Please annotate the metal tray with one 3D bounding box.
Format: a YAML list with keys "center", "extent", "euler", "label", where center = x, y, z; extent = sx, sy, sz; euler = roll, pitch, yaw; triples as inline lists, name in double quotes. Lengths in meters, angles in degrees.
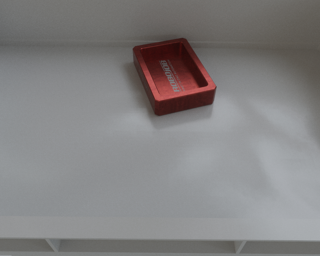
- center: [0.018, -0.082, 0.471]
  extent: [0.091, 0.030, 0.130]
  euler: [-13, 51, -12]
  label: "metal tray"
